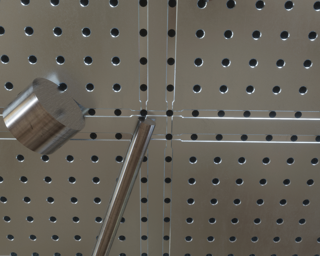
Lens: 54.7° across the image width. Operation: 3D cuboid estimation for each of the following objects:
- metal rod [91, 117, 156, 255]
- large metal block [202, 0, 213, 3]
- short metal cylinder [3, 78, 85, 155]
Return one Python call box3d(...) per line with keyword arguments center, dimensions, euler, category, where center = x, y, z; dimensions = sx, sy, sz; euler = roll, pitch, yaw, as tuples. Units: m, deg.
box3d(center=(-0.066, 0.123, 0.457), dimensions=(0.025, 0.025, 0.298), euler=(18, 109, -7), category="metal rod")
box3d(center=(0.073, -0.190, 0.330), dimensions=(0.080, 0.050, 0.080), euler=(-21, 109, 7), category="large metal block")
box3d(center=(-0.139, -0.014, 0.377), dimensions=(0.050, 0.080, 0.080), euler=(-38, 106, 13), category="short metal cylinder")
